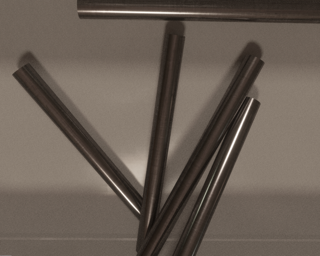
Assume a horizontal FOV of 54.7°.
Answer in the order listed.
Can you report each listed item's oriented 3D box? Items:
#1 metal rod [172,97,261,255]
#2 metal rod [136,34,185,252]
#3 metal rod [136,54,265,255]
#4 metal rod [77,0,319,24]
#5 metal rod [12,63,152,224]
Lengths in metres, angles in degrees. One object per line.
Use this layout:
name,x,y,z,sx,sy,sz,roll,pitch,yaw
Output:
metal rod,0.055,0.099,0.381,0.025,0.025,0.299,27,82,-10
metal rod,-0.002,0.032,0.407,0.025,0.025,0.298,7,104,-3
metal rod,0.049,0.046,0.399,0.025,0.025,0.299,27,97,-10
metal rod,0.058,-0.137,0.361,0.302,0.025,0.025,1,110,-1
metal rod,-0.086,0.042,0.425,0.025,0.025,0.299,-33,107,11
